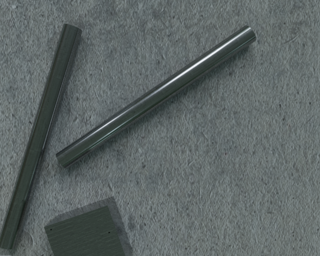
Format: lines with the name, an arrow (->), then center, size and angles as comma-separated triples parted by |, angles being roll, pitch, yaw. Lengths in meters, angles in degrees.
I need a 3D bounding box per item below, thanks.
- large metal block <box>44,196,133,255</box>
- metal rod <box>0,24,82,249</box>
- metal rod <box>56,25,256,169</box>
large metal block -> -0.088, 0.143, 0.396 | 0.080, 0.050, 0.080 | -19, 90, -1
metal rod -> -0.158, 0.011, 0.407 | 0.025, 0.025, 0.298 | 17, 90, -1
metal rod -> -0.005, -0.041, 0.409 | 0.301, 0.025, 0.025 | -34, 90, -1
